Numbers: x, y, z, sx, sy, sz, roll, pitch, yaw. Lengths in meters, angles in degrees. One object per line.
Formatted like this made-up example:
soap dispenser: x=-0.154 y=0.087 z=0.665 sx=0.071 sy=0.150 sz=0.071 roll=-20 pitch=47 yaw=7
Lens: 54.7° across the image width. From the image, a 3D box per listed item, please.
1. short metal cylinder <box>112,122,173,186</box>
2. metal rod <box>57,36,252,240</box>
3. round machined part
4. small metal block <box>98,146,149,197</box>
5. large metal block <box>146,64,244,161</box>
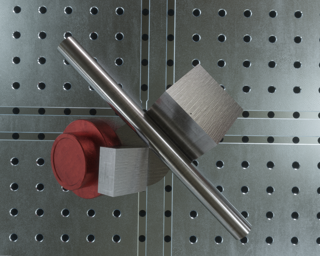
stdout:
short metal cylinder: x=-0.024 y=0.031 z=0.397 sx=0.081 sy=0.050 sz=0.079 roll=0 pitch=90 yaw=0
metal rod: x=-0.006 y=0.012 z=0.359 sx=0.025 sy=0.025 sz=0.300 roll=-43 pitch=90 yaw=0
round machined part: x=-0.095 y=0.038 z=0.375 sx=0.098 sy=0.042 sz=0.097 roll=3 pitch=95 yaw=38
small metal block: x=-0.040 y=0.046 z=0.345 sx=0.025 sy=0.050 sz=0.050 roll=3 pitch=91 yaw=40
large metal block: x=0.043 y=-0.020 z=0.376 sx=0.080 sy=0.050 sz=0.080 roll=46 pitch=47 yaw=0
